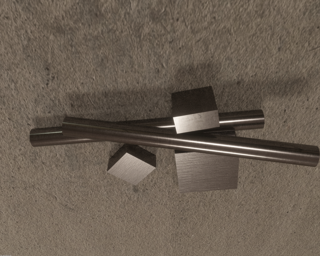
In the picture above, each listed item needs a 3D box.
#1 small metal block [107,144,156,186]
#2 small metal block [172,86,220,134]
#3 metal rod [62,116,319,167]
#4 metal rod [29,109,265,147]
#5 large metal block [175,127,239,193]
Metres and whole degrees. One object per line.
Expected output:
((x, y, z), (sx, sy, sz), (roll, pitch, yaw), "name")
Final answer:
((-0.041, 0.052, 0.451), (0.050, 0.025, 0.050), (31, 123, -24), "small metal block")
((0.042, -0.023, 0.372), (0.050, 0.050, 0.025), (-10, 129, 7), "small metal block")
((0.032, 0.015, 0.374), (0.302, 0.025, 0.025), (7, 130, 5), "metal rod")
((-0.019, 0.001, 0.407), (0.302, 0.025, 0.025), (-5, 130, 3), "metal rod")
((0.063, 0.042, 0.428), (0.080, 0.050, 0.080), (-5, 130, 4), "large metal block")
